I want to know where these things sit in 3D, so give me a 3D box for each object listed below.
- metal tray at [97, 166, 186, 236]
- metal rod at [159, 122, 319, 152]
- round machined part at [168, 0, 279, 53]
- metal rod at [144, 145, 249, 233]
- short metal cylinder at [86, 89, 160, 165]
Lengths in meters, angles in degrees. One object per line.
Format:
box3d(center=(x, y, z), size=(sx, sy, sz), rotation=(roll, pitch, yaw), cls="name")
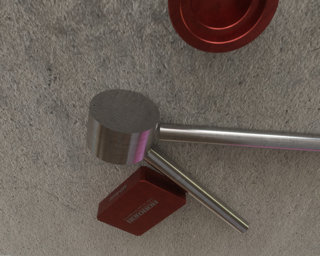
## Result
box3d(center=(-0.031, 0.124, 0.510), size=(0.090, 0.030, 0.129), rotation=(31, 123, -24), cls="metal tray")
box3d(center=(0.149, 0.015, 0.421), size=(0.302, 0.025, 0.025), rotation=(4, 130, -4), cls="metal rod")
box3d(center=(0.056, -0.124, 0.291), size=(0.099, 0.042, 0.097), rotation=(0, 130, 0), cls="round machined part")
box3d(center=(0.051, 0.092, 0.486), size=(0.025, 0.025, 0.301), rotation=(-34, 123, 25), cls="metal rod")
box3d(center=(-0.045, -0.003, 0.368), size=(0.081, 0.080, 0.050), rotation=(10, 129, -8), cls="short metal cylinder")
